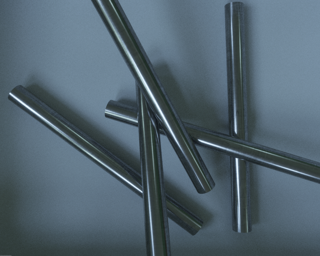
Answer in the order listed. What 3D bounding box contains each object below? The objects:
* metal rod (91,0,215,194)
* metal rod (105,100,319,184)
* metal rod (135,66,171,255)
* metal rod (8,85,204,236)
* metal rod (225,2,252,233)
[{"bbox_3d":[-0.011,-0.050,0.351,0.025,0.025,0.299,-29,107,0],"label":"metal rod"},{"bbox_3d":[0.075,0.018,0.390,0.301,0.025,0.025,17,90,8],"label":"metal rod"},{"bbox_3d":[-0.008,0.058,0.345,0.025,0.025,0.299,-5,66,0],"label":"metal rod"},{"bbox_3d":[-0.071,0.043,0.410,0.301,0.025,0.025,37,90,0],"label":"metal rod"},{"bbox_3d":[0.104,-0.014,0.411,0.025,0.025,0.298,-2,90,0],"label":"metal rod"}]
